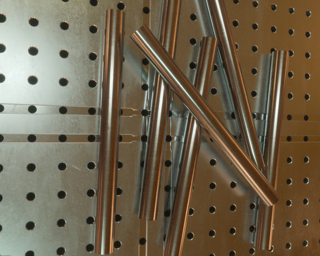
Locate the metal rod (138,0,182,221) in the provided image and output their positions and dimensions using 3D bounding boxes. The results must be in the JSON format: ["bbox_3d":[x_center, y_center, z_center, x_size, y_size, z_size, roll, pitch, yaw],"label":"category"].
[{"bbox_3d":[0.001,-0.030,0.412,0.025,0.025,0.299,7,88,-20],"label":"metal rod"}]

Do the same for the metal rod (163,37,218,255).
[{"bbox_3d":[0.043,0.022,0.428,0.025,0.025,0.299,12,86,-20],"label":"metal rod"}]

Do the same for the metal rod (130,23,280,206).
[{"bbox_3d":[0.067,-0.007,0.409,0.025,0.025,0.300,-45,106,-14],"label":"metal rod"}]

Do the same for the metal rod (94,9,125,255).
[{"bbox_3d":[-0.063,0.004,0.389,0.025,0.025,0.298,3,89,-20],"label":"metal rod"}]

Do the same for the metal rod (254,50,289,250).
[{"bbox_3d":[0.171,0.032,0.475,0.025,0.025,0.299,7,88,-20],"label":"metal rod"}]

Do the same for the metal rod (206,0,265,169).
[{"bbox_3d":[0.105,-0.084,0.450,0.025,0.025,0.299,-18,96,-19],"label":"metal rod"}]
